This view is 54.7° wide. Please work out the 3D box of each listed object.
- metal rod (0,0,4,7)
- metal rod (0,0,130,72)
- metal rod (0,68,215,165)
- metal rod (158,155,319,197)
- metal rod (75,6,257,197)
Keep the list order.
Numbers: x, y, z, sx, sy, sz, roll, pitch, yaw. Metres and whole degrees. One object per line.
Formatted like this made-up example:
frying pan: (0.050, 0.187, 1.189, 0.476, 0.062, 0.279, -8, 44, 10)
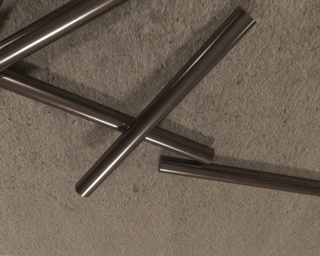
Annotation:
metal rod: (-0.185, -0.108, 0.312, 0.025, 0.025, 0.299, 33, 122, -25)
metal rod: (-0.112, -0.096, 0.306, 0.301, 0.025, 0.025, -24, 127, 12)
metal rod: (-0.062, -0.012, 0.395, 0.302, 0.025, 0.025, 22, 127, -18)
metal rod: (0.147, 0.078, 0.475, 0.302, 0.025, 0.025, 10, 129, -9)
metal rod: (-0.008, -0.015, 0.367, 0.025, 0.025, 0.299, 33, 114, -25)
